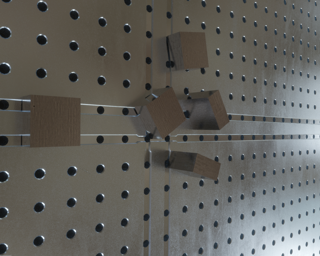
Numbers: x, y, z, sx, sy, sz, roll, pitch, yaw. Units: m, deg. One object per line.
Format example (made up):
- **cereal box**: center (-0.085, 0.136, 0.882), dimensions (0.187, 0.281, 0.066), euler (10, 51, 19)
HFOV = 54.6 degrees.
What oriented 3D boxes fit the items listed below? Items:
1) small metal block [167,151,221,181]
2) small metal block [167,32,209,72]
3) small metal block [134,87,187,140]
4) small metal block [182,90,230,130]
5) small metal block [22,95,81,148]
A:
- **small metal block**: center (0.047, 0.052, 0.431), dimensions (0.050, 0.050, 0.025), euler (25, 75, -37)
- **small metal block**: center (0.041, -0.109, 0.442), dimensions (0.050, 0.025, 0.050), euler (-13, 98, -39)
- **small metal block**: center (0.002, -0.020, 0.409), dimensions (0.050, 0.025, 0.050), euler (-39, 114, -33)
- **small metal block**: center (0.066, -0.025, 0.447), dimensions (0.025, 0.050, 0.050), euler (-36, 112, -34)
- **small metal block**: center (-0.110, -0.006, 0.316), dimensions (0.050, 0.025, 0.050), euler (0, 90, -40)
